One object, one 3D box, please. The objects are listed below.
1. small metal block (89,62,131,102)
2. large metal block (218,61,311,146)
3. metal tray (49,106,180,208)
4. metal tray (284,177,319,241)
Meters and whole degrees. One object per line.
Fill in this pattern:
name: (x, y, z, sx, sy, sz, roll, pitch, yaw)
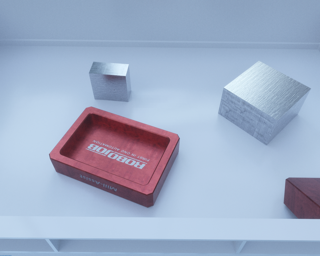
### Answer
small metal block: (-0.070, -0.065, 0.443, 0.050, 0.050, 0.025, 5, 50, 3)
large metal block: (0.140, -0.036, 0.421, 0.080, 0.050, 0.080, -37, 59, -27)
metal tray: (-0.052, 0.030, 0.375, 0.130, 0.030, 0.090, 18, 52, 14)
metal tray: (0.204, 0.078, 0.305, 0.131, 0.030, 0.090, 1, 9, 0)
